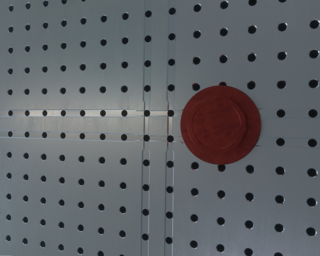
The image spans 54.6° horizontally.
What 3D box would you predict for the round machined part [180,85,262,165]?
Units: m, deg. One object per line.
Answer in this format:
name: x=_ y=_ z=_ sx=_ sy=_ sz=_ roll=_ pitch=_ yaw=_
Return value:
round machined part: x=0.072 y=-0.004 z=0.378 sx=0.098 sy=0.042 sz=0.097 roll=0 pitch=90 yaw=20
